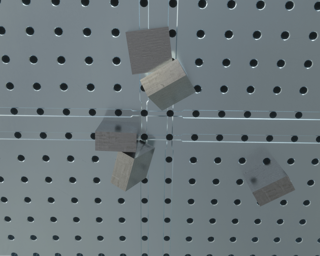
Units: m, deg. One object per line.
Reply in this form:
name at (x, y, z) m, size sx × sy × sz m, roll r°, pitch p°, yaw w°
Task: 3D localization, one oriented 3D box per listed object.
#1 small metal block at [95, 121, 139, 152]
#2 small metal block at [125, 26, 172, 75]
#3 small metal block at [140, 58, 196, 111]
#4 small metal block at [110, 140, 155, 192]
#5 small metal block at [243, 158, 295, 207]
small metal block at (-0.054, 0.010, 0.402) m, size 0.050 × 0.050 × 0.025 m, roll 3°, pitch 106°, yaw -1°
small metal block at (-0.012, -0.095, 0.378) m, size 0.050 × 0.025 × 0.050 m, roll -7°, pitch 110°, yaw 2°
small metal block at (0.011, -0.051, 0.379) m, size 0.050 × 0.050 × 0.025 m, roll -29°, pitch 66°, yaw 10°
small metal block at (-0.036, 0.049, 0.413) m, size 0.025 × 0.050 × 0.050 m, roll 26°, pitch 115°, yaw 22°
small metal block at (0.149, 0.074, 0.428) m, size 0.050 × 0.050 × 0.025 m, roll -29°, pitch 108°, yaw 10°
